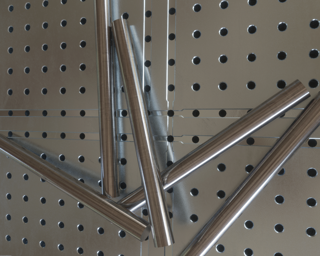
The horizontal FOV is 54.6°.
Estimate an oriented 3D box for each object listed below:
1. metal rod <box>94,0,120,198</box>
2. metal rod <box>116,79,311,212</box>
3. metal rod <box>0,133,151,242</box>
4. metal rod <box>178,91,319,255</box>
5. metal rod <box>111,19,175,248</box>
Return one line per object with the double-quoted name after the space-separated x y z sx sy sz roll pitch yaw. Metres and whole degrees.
-0.076 -0.053 0.439 0.025 0.025 0.298 -3 89 20 "metal rod"
0.048 0.039 0.395 0.300 0.025 0.025 -36 79 16 "metal rod"
-0.142 0.075 0.447 0.300 0.025 0.025 24 98 24 "metal rod"
0.101 0.084 0.377 0.025 0.025 0.299 40 102 15 "metal rod"
-0.025 -0.002 0.403 0.025 0.025 0.299 -16 78 19 "metal rod"
